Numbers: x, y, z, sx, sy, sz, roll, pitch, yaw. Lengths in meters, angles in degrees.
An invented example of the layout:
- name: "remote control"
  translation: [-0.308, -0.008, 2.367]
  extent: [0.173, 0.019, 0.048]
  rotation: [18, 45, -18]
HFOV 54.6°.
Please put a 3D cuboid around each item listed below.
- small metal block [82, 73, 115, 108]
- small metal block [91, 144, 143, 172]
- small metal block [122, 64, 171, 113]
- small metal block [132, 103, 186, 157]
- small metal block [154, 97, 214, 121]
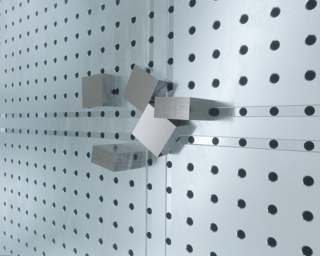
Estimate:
- name: "small metal block"
  translation: [-0.098, -0.057, 0.492]
  extent: [0.050, 0.025, 0.050]
  rotation: [-2, 89, 40]
- name: "small metal block"
  translation: [-0.062, 0.041, 0.446]
  extent: [0.050, 0.050, 0.025]
  rotation: [14, 99, 39]
- name: "small metal block"
  translation: [-0.020, -0.053, 0.427]
  extent: [0.050, 0.025, 0.050]
  rotation: [38, 113, 34]
- name: "small metal block"
  translation: [-0.002, 0.002, 0.408]
  extent: [0.050, 0.025, 0.050]
  rotation: [41, 115, 23]
- name: "small metal block"
  translation: [0.029, -0.023, 0.370]
  extent: [0.050, 0.050, 0.025]
  rotation: [5, 93, 40]
